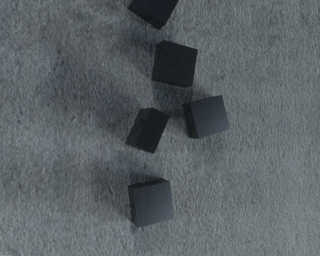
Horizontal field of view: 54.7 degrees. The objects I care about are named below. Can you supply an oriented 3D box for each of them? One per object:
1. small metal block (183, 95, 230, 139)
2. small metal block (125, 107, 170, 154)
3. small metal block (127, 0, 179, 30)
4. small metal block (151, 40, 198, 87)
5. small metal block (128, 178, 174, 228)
[{"bbox_3d":[0.065,-0.016,0.434,0.050,0.025,0.050,-16,96,-20],"label":"small metal block"},{"bbox_3d":[-0.017,0.003,0.390,0.025,0.050,0.050,26,82,-19],"label":"small metal block"},{"bbox_3d":[-0.007,-0.167,0.407,0.050,0.025,0.050,30,80,-18],"label":"small metal block"},{"bbox_3d":[0.020,-0.085,0.417,0.050,0.025,0.050,10,87,-20],"label":"small metal block"},{"bbox_3d":[-0.012,0.097,0.406,0.050,0.025,0.050,-8,93,-20],"label":"small metal block"}]
